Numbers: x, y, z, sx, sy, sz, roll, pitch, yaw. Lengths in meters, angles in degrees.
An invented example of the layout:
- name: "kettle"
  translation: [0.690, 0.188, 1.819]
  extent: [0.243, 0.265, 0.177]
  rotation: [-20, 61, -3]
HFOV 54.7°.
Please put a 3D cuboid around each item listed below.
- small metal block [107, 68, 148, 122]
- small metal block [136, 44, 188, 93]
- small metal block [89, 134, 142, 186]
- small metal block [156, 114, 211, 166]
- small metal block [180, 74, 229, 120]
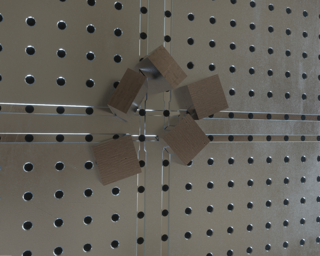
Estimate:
- name: "small metal block"
  translation: [-0.038, -0.039, 0.383]
  extent: [0.025, 0.050, 0.050]
  rotation: [27, 80, 5]
- name: "small metal block"
  translation: [0.001, -0.075, 0.401]
  extent: [0.025, 0.050, 0.050]
  rotation: [-45, 104, -15]
- name: "small metal block"
  translation: [-0.057, 0.039, 0.393]
  extent: [0.050, 0.025, 0.050]
  rotation: [-17, 96, -20]
- name: "small metal block"
  translation: [0.032, 0.016, 0.426]
  extent: [0.050, 0.025, 0.050]
  rotation: [-43, 104, -15]
- name: "small metal block"
  translation: [0.062, -0.043, 0.437]
  extent: [0.050, 0.025, 0.050]
  rotation: [-22, 98, -19]
